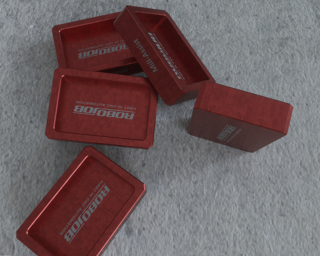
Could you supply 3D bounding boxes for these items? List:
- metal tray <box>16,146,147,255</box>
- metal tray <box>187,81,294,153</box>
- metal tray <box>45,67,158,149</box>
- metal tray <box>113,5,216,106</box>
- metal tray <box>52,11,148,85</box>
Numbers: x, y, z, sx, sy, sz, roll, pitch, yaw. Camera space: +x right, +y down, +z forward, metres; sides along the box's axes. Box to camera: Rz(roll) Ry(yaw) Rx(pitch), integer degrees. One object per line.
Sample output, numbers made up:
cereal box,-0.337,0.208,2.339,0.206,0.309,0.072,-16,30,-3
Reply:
metal tray,-0.088,0.098,0.365,0.090,0.030,0.130,34,76,11
metal tray,0.082,-0.007,0.354,0.090,0.130,0.030,17,79,6
metal tray,-0.071,-0.023,0.396,0.131,0.030,0.090,6,83,-5
metal tray,0.009,-0.096,0.403,0.091,0.030,0.130,-22,76,-52
metal tray,-0.080,-0.116,0.446,0.131,0.030,0.090,-14,71,-6
